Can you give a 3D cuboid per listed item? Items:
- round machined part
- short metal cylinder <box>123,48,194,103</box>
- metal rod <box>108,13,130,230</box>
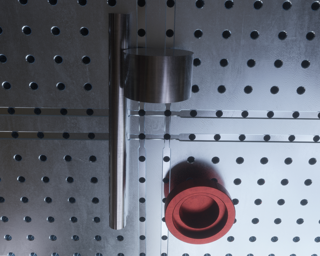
[{"bbox_3d":[0.055,0.115,0.448,0.099,0.042,0.097,0,110,-1],"label":"round machined part"},{"bbox_3d":[-0.002,-0.064,0.361,0.081,0.080,0.050,1,110,-1],"label":"short metal cylinder"},{"bbox_3d":[-0.056,0.005,0.414,0.025,0.025,0.298,3,110,-2],"label":"metal rod"}]
